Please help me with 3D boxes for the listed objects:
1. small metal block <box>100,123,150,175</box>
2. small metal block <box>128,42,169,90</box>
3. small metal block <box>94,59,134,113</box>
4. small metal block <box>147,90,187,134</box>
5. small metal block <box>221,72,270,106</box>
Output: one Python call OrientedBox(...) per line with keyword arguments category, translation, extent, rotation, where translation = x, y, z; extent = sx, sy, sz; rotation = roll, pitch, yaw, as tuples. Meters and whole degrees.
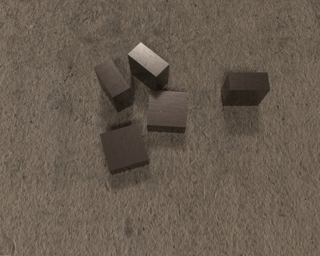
OrientedBox(category="small metal block", translation=(-0.045, 0.027, 0.398), extent=(0.050, 0.025, 0.050), rotation=(-16, 71, -6))
OrientedBox(category="small metal block", translation=(-0.015, -0.081, 0.424), extent=(0.050, 0.050, 0.025), rotation=(40, 75, 13))
OrientedBox(category="small metal block", translation=(-0.061, -0.055, 0.414), extent=(0.025, 0.050, 0.050), rotation=(-31, 73, -11))
OrientedBox(category="small metal block", translation=(0.010, -0.022, 0.416), extent=(0.050, 0.025, 0.050), rotation=(4, 70, 1))
OrientedBox(category="small metal block", translation=(0.113, -0.051, 0.415), extent=(0.050, 0.050, 0.025), rotation=(0, 70, -1))
